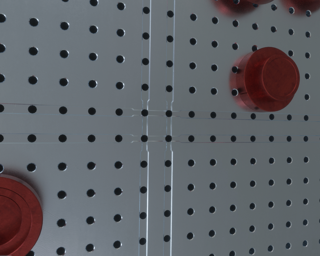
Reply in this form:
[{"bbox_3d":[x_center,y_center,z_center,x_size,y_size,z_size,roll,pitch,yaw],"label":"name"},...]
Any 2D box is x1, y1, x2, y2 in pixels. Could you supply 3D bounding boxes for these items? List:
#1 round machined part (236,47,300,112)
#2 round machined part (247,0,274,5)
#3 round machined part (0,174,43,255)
[{"bbox_3d":[0.168,-0.073,0.465,0.099,0.042,0.097,0,90,-20],"label":"round machined part"},{"bbox_3d":[0.142,-0.230,0.455,0.099,0.042,0.097,0,90,-20],"label":"round machined part"},{"bbox_3d":[-0.180,0.099,0.337,0.099,0.042,0.097,0,90,-20],"label":"round machined part"}]
